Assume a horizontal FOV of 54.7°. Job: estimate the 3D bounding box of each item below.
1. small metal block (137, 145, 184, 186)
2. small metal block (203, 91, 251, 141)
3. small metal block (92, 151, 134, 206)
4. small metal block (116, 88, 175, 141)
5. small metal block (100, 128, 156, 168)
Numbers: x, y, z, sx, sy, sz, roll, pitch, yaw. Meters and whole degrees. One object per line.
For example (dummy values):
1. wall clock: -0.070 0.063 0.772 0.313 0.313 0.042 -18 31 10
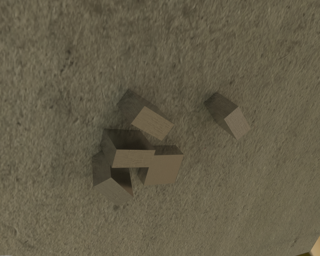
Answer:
1. small metal block: 0.000 0.053 0.441 0.050 0.025 0.050 1 118 -30
2. small metal block: 0.094 -0.017 0.434 0.025 0.050 0.050 -41 130 0
3. small metal block: -0.060 0.063 0.394 0.025 0.050 0.050 -29 130 10
4. small metal block: -0.018 -0.016 0.372 0.050 0.050 0.025 31 101 -38
5. small metal block: -0.041 0.025 0.385 0.050 0.050 0.025 3 117 -31
